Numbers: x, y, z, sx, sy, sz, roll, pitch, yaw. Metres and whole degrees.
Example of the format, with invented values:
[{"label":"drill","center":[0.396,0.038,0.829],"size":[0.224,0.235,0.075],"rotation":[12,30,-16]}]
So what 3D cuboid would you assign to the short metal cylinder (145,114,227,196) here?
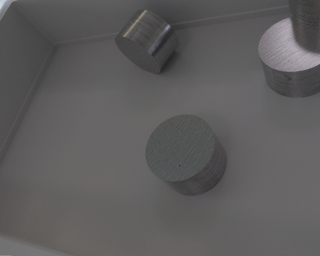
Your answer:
[{"label":"short metal cylinder","center":[0.030,0.031,0.355],"size":[0.080,0.050,0.080],"rotation":[-13,56,21]}]

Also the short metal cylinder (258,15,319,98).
[{"label":"short metal cylinder","center":[0.159,-0.082,0.356],"size":[0.080,0.050,0.080],"rotation":[-13,56,21]}]

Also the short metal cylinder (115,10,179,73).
[{"label":"short metal cylinder","center":[-0.019,-0.126,0.458],"size":[0.080,0.080,0.050],"rotation":[26,76,37]}]

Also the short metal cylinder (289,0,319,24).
[{"label":"short metal cylinder","center":[0.178,-0.159,0.329],"size":[0.080,0.050,0.080],"rotation":[-13,56,20]}]
